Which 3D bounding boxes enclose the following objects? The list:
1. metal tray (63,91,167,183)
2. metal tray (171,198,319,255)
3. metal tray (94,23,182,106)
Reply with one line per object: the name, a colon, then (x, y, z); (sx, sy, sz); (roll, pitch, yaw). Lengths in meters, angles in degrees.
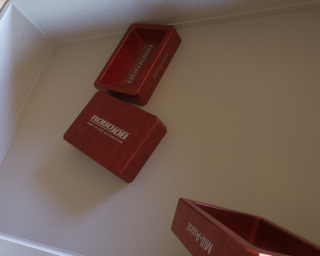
metal tray: (-0.066, 0.007, 0.433); (0.130, 0.030, 0.090); (26, 76, 37)
metal tray: (0.070, 0.089, 0.229); (0.130, 0.091, 0.030); (-179, 105, -77)
metal tray: (-0.034, -0.103, 0.483); (0.090, 0.030, 0.130); (16, 70, 34)
